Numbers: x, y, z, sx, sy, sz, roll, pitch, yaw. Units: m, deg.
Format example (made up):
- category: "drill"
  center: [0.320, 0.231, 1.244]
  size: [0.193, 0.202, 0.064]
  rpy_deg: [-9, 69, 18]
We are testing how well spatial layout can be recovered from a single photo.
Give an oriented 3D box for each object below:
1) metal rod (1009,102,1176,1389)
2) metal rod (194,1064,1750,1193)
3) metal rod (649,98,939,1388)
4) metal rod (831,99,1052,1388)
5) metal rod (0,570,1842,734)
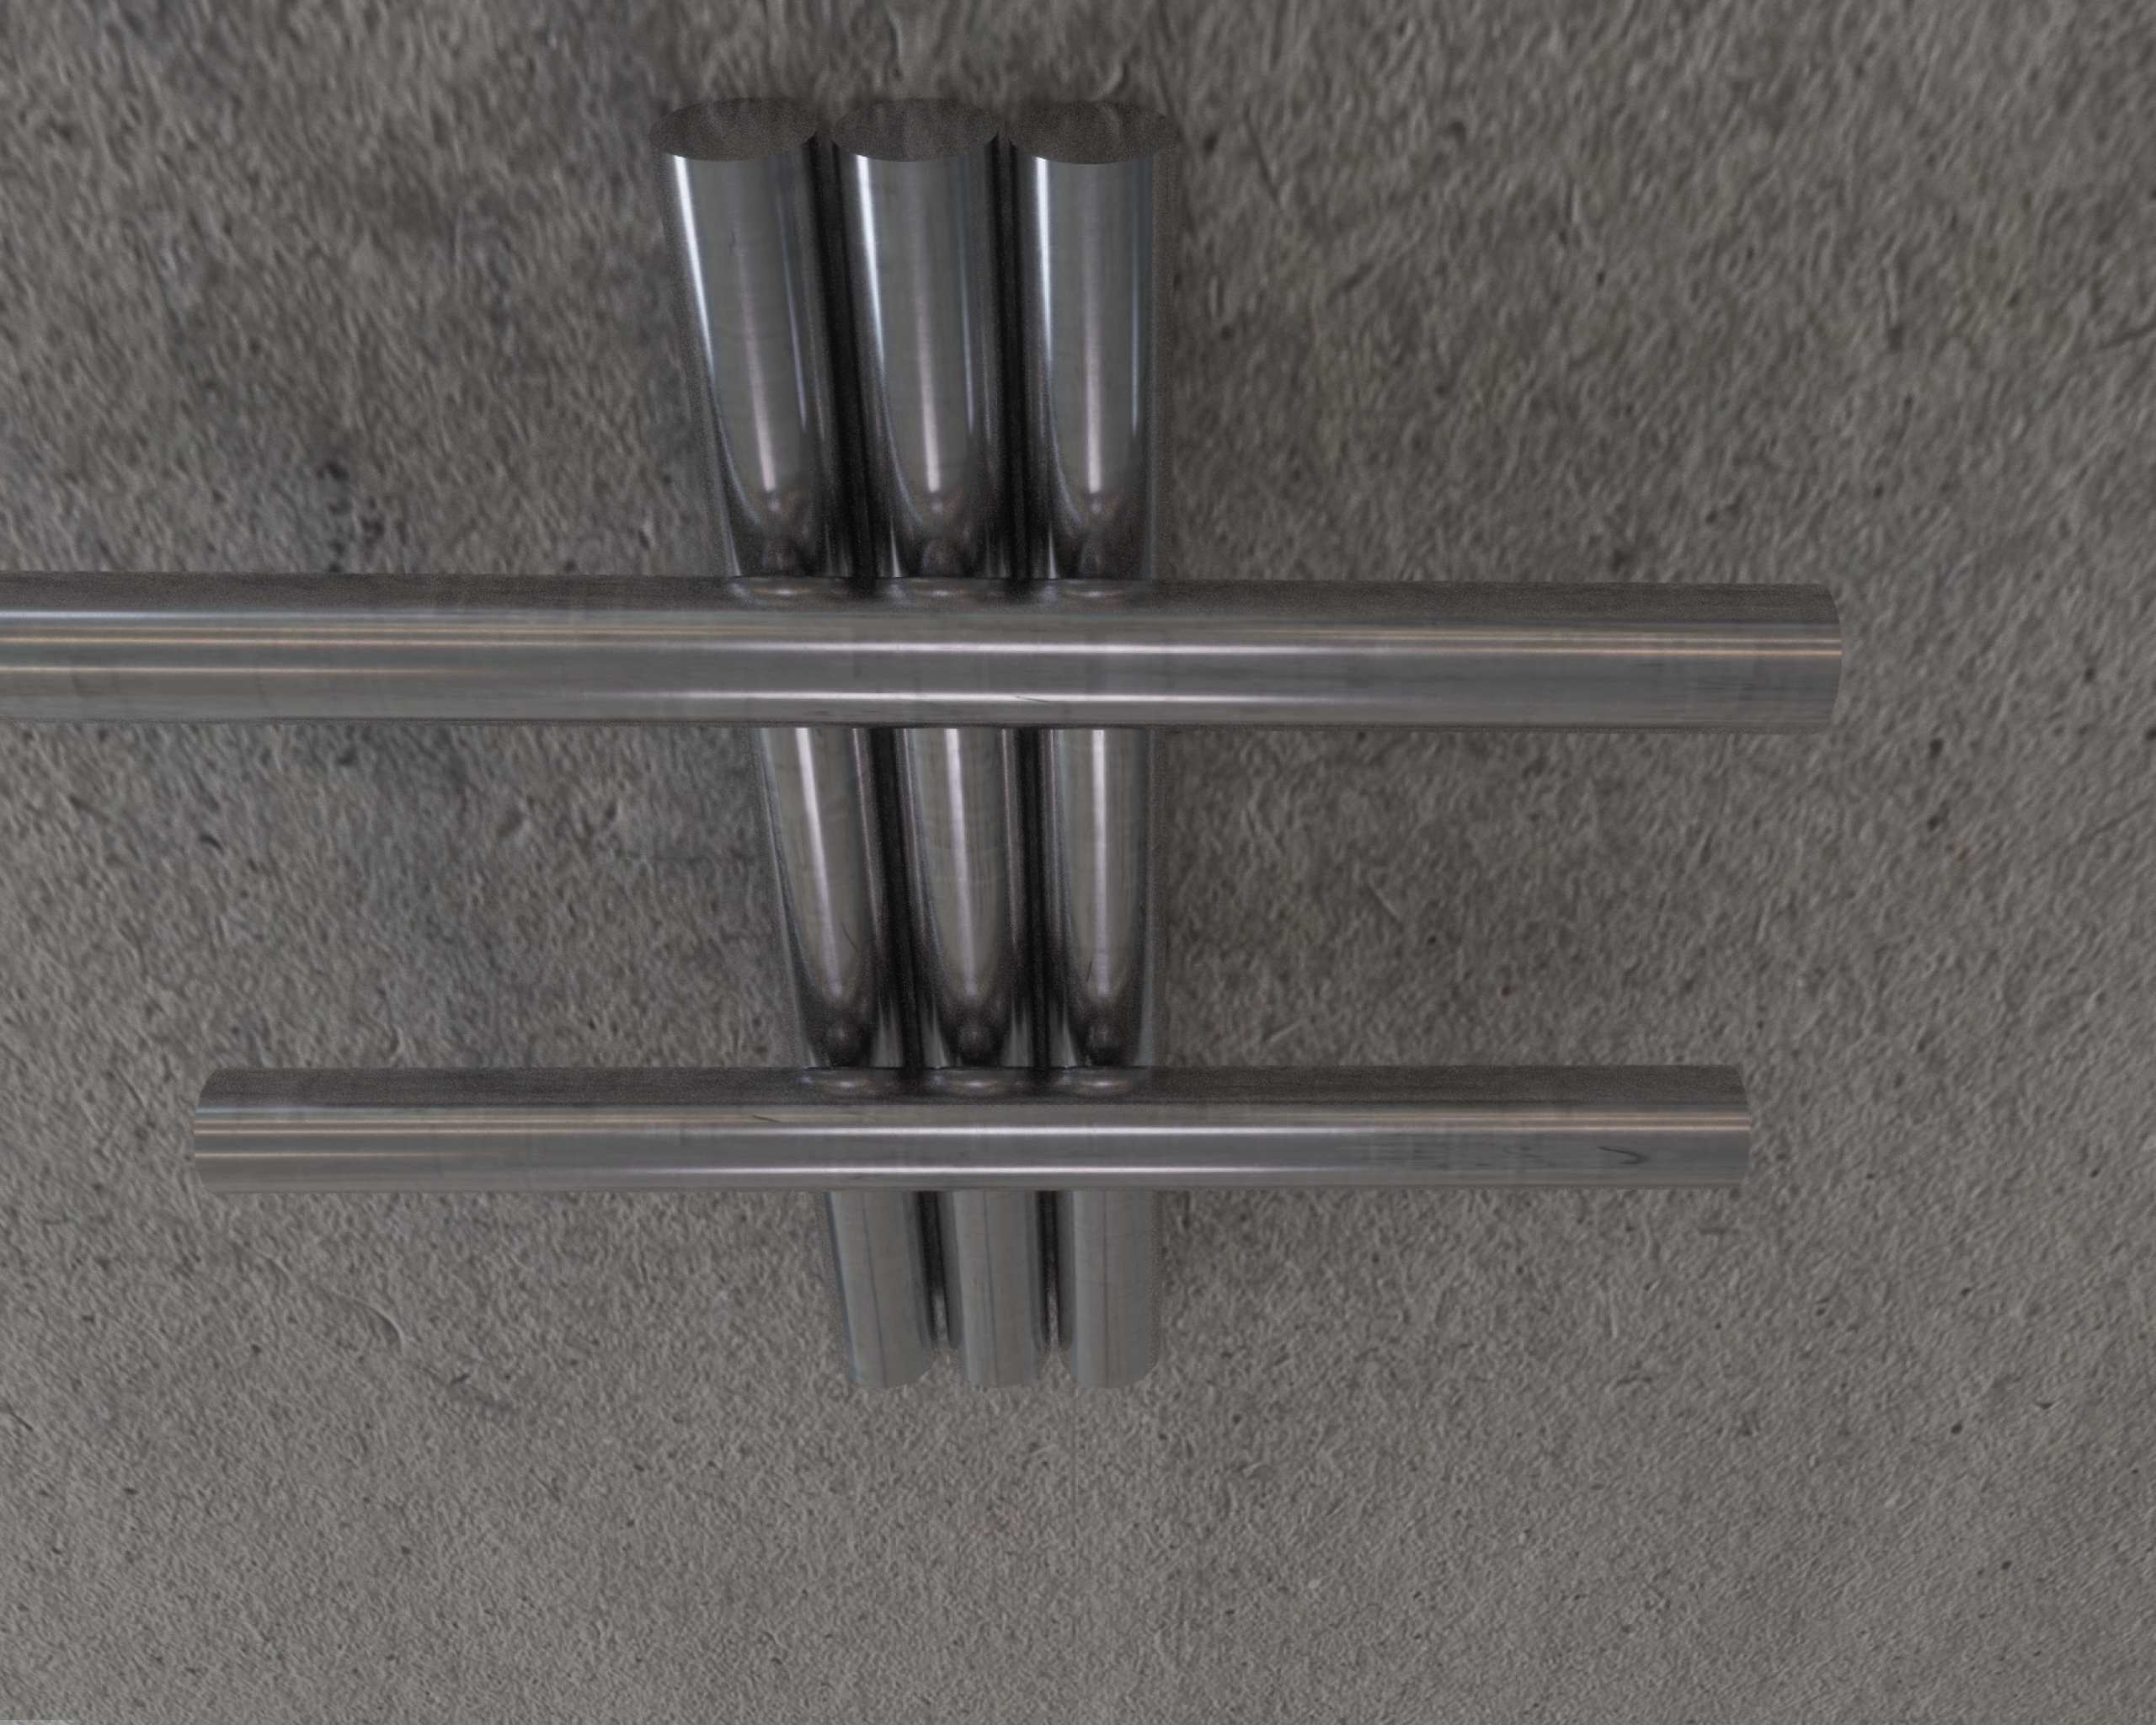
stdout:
- category: "metal rod"
  center: [0.005, 0.004, 0.410]
  size: [0.025, 0.025, 0.298]
  rpy_deg: [-1, 130, 1]
- category: "metal rod"
  center: [-0.020, 0.053, 0.417]
  size: [0.302, 0.025, 0.025]
  rpy_deg: [0, 130, -1]
- category: "metal rod"
  center: [-0.049, 0.004, 0.409]
  size: [0.025, 0.025, 0.298]
  rpy_deg: [-1, 130, 1]
- category: "metal rod"
  center: [-0.022, 0.004, 0.409]
  size: [0.025, 0.025, 0.298]
  rpy_deg: [-1, 130, 1]
- category: "metal rod"
  center: [-0.029, -0.034, 0.342]
  size: [0.302, 0.025, 0.025]
  rpy_deg: [0, 130, -1]
